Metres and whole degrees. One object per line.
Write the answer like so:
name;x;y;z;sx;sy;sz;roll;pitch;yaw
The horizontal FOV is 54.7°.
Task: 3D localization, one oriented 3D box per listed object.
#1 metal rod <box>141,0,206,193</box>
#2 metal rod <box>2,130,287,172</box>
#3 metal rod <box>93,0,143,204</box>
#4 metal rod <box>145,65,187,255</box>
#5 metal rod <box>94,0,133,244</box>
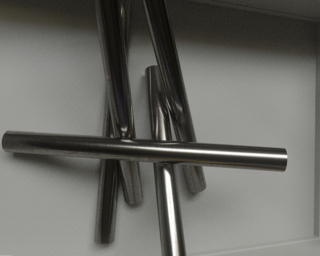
metal rod;0.017;-0.046;0.364;0.025;0.025;0.298;-25;119;-18
metal rod;-0.021;0.024;0.336;0.302;0.025;0.025;4;89;5
metal rod;-0.045;-0.044;0.334;0.025;0.025;0.298;-15;118;-19
metal rod;0.007;0.059;0.347;0.025;0.025;0.299;4;63;-20
metal rod;-0.058;-0.009;0.388;0.025;0.025;0.298;5;88;-20
